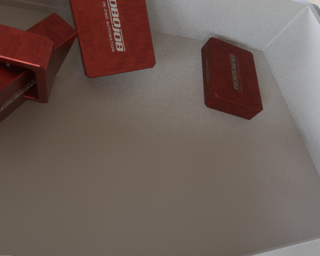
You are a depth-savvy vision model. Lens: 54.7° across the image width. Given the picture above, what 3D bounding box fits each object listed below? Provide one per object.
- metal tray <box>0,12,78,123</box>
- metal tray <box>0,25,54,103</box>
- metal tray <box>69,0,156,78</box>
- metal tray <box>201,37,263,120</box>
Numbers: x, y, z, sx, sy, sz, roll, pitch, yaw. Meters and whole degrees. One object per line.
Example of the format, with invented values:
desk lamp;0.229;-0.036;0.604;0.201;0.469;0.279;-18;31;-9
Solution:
metal tray;-0.146;-0.053;0.315;0.030;0.090;0.130;41;50;-10
metal tray;-0.170;-0.066;0.289;0.131;0.090;0.030;13;70;-15
metal tray;-0.062;-0.134;0.392;0.091;0.030;0.129;-13;103;-14
metal tray;0.118;-0.084;0.517;0.091;0.030;0.130;15;56;-20
